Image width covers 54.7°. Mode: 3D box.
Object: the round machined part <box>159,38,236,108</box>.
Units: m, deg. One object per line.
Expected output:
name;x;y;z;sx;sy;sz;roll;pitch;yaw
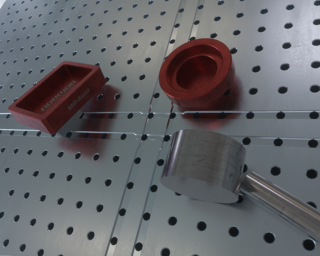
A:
round machined part;0.051;-0.068;0.412;0.098;0.042;0.098;-13;56;21

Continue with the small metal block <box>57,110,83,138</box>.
small metal block;-0.162;-0.018;0.504;0.050;0.025;0.050;21;73;35

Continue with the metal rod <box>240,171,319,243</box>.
metal rod;0.192;0.119;0.233;0.300;0.025;0.025;32;80;38

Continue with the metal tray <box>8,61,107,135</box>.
metal tray;-0.159;-0.053;0.489;0.090;0.030;0.130;15;52;32

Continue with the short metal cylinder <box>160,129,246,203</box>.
short metal cylinder;0.045;0.042;0.324;0.080;0.080;0.050;3;63;29
